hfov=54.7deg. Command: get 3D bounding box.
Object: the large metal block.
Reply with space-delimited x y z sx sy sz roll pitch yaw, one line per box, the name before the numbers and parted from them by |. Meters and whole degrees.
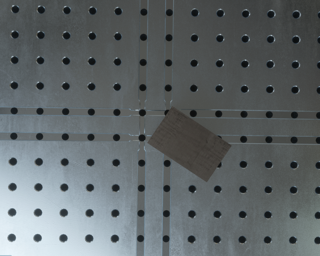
large metal block | 0.033 0.018 0.386 0.080 0.080 0.050 34 90 -1
